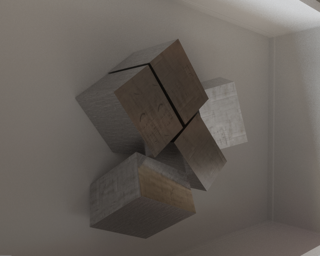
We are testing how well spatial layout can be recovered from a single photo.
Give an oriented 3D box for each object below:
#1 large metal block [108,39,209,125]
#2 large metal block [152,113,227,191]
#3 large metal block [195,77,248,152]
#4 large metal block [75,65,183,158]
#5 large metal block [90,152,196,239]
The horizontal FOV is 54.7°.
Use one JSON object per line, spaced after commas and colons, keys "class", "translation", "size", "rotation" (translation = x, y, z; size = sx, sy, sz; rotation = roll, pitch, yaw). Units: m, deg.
{"class": "large metal block", "translation": [-0.002, -0.050, 0.368], "size": [0.050, 0.080, 0.080], "rotation": [-46, 118, -30]}
{"class": "large metal block", "translation": [0.024, 0.028, 0.390], "size": [0.050, 0.080, 0.080], "rotation": [-49, 120, -29]}
{"class": "large metal block", "translation": [0.076, -0.022, 0.427], "size": [0.050, 0.080, 0.080], "rotation": [-16, 103, 2]}
{"class": "large metal block", "translation": [-0.034, -0.017, 0.342], "size": [0.050, 0.080, 0.080], "rotation": [-45, 118, -31]}
{"class": "large metal block", "translation": [-0.021, 0.079, 0.345], "size": [0.080, 0.080, 0.050], "rotation": [28, 38, -37]}
